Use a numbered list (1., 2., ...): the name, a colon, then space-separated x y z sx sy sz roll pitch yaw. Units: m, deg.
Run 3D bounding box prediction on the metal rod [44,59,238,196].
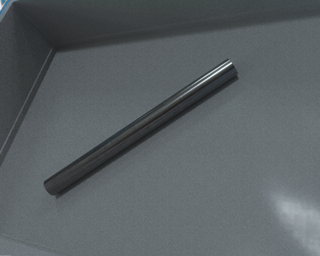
1. metal rod: -0.030 0.002 0.421 0.300 0.025 0.025 -33 51 6
